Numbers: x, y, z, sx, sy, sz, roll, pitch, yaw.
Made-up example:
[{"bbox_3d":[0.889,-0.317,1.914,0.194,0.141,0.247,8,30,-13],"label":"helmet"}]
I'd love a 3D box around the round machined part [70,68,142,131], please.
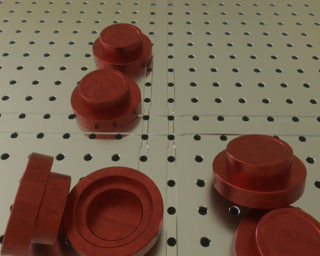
[{"bbox_3d":[-0.076,-0.046,0.435,0.099,0.042,0.098,0,50,0],"label":"round machined part"}]

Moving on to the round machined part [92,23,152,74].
[{"bbox_3d":[-0.062,-0.136,0.511,0.099,0.042,0.098,0,50,0],"label":"round machined part"}]

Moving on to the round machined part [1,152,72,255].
[{"bbox_3d":[-0.116,0.076,0.302,0.042,0.097,0.098,16,48,-17],"label":"round machined part"}]

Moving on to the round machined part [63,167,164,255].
[{"bbox_3d":[-0.046,0.092,0.319,0.099,0.042,0.098,1,50,0],"label":"round machined part"}]

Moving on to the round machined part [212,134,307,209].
[{"bbox_3d":[0.107,0.040,0.340,0.098,0.042,0.098,-4,25,2],"label":"round machined part"}]

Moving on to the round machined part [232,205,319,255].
[{"bbox_3d":[0.122,0.117,0.299,0.099,0.042,0.098,0,50,0],"label":"round machined part"}]
